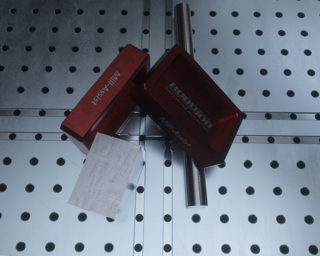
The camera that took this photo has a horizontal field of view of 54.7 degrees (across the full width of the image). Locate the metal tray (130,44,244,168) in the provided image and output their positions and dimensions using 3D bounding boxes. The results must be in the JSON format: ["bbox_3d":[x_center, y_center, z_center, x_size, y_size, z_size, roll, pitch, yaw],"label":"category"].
[{"bbox_3d":[0.038,-0.026,0.374,0.130,0.030,0.090,44,53,-15],"label":"metal tray"}]

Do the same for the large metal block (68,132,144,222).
[{"bbox_3d":[-0.057,0.061,0.360,0.050,0.080,0.080,17,71,6],"label":"large metal block"}]

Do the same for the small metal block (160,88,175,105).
[{"bbox_3d":[0.009,-0.038,0.412,0.025,0.050,0.050,0,70,0],"label":"small metal block"}]

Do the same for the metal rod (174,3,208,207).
[{"bbox_3d":[0.040,-0.045,0.428,0.025,0.025,0.299,-2,70,-1],"label":"metal rod"}]

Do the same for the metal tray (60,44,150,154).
[{"bbox_3d":[-0.060,-0.030,0.387,0.030,0.090,0.130,32,73,10],"label":"metal tray"}]
